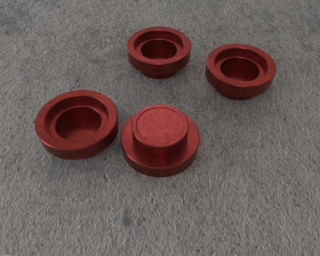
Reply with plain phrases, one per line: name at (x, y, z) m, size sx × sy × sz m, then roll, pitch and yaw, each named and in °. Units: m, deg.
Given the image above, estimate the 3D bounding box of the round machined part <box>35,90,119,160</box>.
round machined part at (-0.101, 0.000, 0.391) m, size 0.099 × 0.042 × 0.098 m, roll 0°, pitch 50°, yaw 0°

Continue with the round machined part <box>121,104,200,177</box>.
round machined part at (0.000, 0.009, 0.385) m, size 0.099 × 0.042 × 0.098 m, roll 0°, pitch 50°, yaw 0°

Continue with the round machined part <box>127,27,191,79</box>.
round machined part at (-0.002, -0.115, 0.488) m, size 0.099 × 0.042 × 0.098 m, roll 0°, pitch 50°, yaw 0°

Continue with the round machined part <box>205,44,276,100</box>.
round machined part at (0.116, -0.079, 0.459) m, size 0.099 × 0.042 × 0.098 m, roll 0°, pitch 50°, yaw 0°
